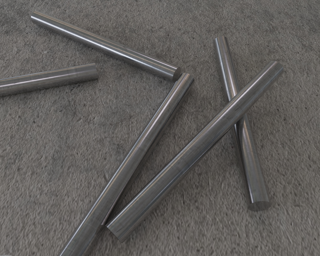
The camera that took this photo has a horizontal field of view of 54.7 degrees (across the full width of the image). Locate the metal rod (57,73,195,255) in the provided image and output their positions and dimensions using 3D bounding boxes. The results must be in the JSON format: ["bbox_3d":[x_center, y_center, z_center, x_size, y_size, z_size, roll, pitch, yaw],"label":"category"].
[{"bbox_3d":[-0.026,0.031,0.376,0.025,0.025,0.301,21,53,16],"label":"metal rod"}]

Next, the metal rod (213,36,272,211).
[{"bbox_3d":[0.105,-0.031,0.429,0.025,0.025,0.300,-1,50,-1],"label":"metal rod"}]

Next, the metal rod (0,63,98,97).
[{"bbox_3d":[-0.243,-0.056,0.448,0.302,0.025,0.025,-12,51,-11],"label":"metal rod"}]

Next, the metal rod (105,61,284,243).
[{"bbox_3d":[0.056,0.013,0.369,0.025,0.025,0.301,36,65,26],"label":"metal rod"}]

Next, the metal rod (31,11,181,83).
[{"bbox_3d":[-0.101,-0.143,0.522,0.301,0.025,0.025,26,55,20],"label":"metal rod"}]
